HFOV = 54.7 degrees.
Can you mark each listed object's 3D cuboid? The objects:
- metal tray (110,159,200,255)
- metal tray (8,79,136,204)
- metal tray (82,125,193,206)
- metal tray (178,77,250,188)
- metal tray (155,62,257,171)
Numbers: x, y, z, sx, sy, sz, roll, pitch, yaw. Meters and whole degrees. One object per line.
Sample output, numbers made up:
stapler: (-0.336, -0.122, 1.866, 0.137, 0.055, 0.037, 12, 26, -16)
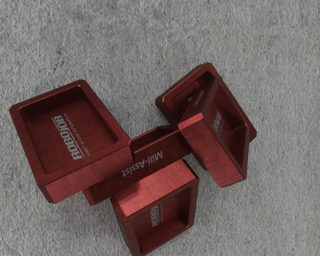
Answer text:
metal tray: (-0.002, 0.100, 0.364, 0.091, 0.030, 0.129, -26, 144, -18)
metal tray: (-0.095, 0.005, 0.325, 0.091, 0.130, 0.030, -26, 138, -19)
metal tray: (-0.033, 0.037, 0.364, 0.131, 0.090, 0.030, -26, 99, -18)
metal tray: (0.073, -0.001, 0.379, 0.090, 0.030, 0.130, 54, 29, -13)
metal tray: (0.067, -0.014, 0.433, 0.090, 0.030, 0.130, -40, 103, -16)
